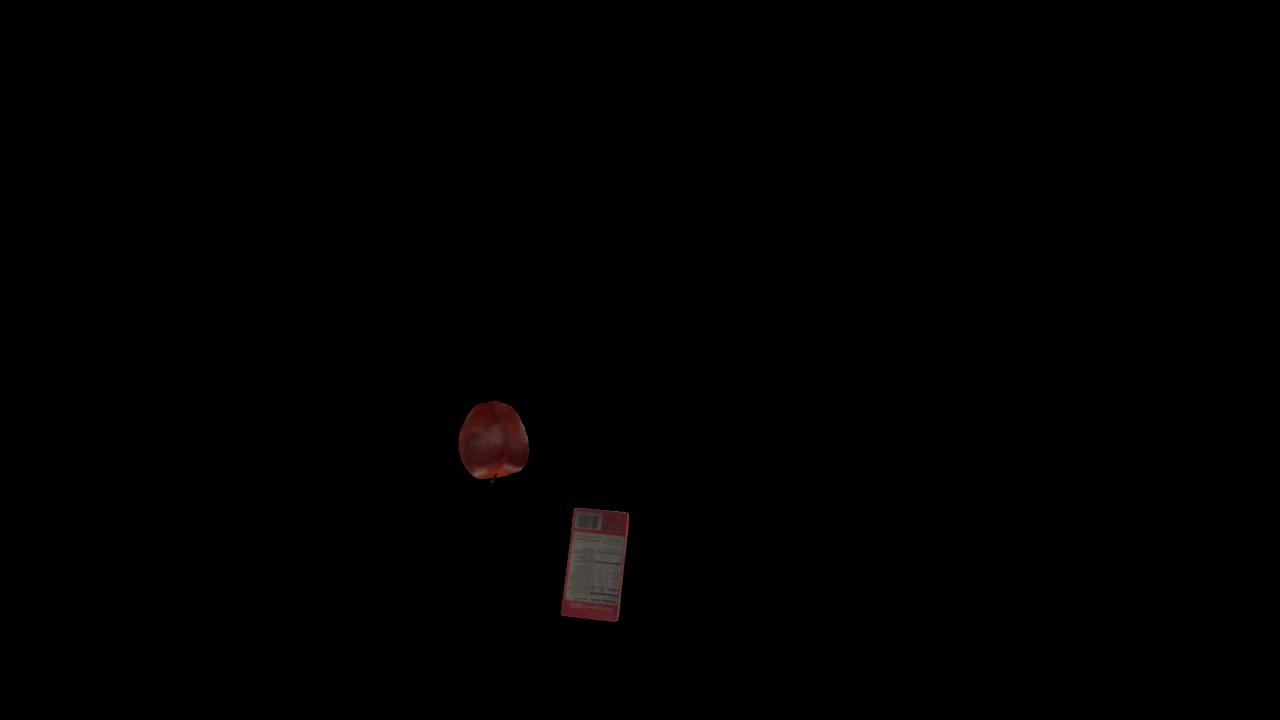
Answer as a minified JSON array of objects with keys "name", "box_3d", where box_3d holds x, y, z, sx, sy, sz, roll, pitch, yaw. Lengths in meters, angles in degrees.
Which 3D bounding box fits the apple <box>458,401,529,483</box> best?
[{"name":"apple","box_3d":[-0.171,0.095,0.713,0.079,0.093,0.079,-8,-18,-3]}]

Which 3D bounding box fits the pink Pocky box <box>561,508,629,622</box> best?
[{"name":"pink Pocky box","box_3d":[-0.065,0.303,0.917,0.084,0.155,0.029,4,-18,6]}]
